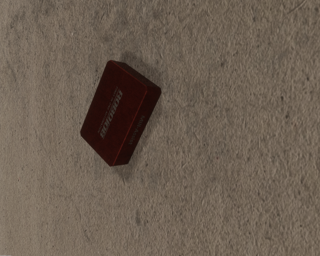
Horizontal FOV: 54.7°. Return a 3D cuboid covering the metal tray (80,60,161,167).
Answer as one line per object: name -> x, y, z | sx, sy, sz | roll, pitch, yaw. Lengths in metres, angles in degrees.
metal tray -> -0.061, -0.021, 0.450 | 0.090, 0.030, 0.129 | 39, 114, 32
